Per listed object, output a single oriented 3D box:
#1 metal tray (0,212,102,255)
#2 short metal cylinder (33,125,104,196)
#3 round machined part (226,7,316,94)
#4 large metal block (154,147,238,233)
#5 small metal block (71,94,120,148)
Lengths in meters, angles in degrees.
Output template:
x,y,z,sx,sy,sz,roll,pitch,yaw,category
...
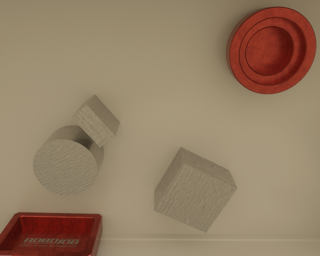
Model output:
x,y,z,sx,sy,sz,roll,pitch,yaw,category
-0.153,0.158,0.432,0.131,0.090,0.030,2,110,-1,metal tray
-0.119,0.042,0.412,0.081,0.050,0.079,0,110,-1,short metal cylinder
0.128,-0.092,0.370,0.099,0.042,0.097,0,110,-1,round machined part
0.046,0.085,0.430,0.080,0.050,0.080,26,108,-10,large metal block
-0.079,-0.010,0.393,0.025,0.050,0.050,-37,106,12,small metal block
